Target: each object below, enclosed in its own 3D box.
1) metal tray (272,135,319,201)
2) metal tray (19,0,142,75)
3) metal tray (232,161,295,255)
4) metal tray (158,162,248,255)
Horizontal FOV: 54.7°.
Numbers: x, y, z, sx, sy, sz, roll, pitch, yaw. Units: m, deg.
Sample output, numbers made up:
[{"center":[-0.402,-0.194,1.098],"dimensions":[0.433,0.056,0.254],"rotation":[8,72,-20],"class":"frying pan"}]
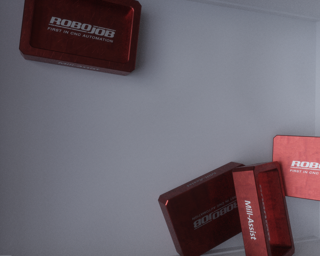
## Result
[{"center":[0.232,0.058,0.444],"dimensions":[0.030,0.130,0.089],"rotation":[4,88,-57],"class":"metal tray"},{"center":[-0.093,-0.119,0.373],"dimensions":[0.131,0.030,0.089],"rotation":[6,88,-20],"class":"metal tray"},{"center":[0.141,0.113,0.416],"dimensions":[0.091,0.030,0.129],"rotation":[1,79,-50],"class":"metal tray"},{"center":[0.073,0.113,0.435],"dimensions":[0.131,0.030,0.090],"rotation":[-22,97,-19],"class":"metal tray"}]
